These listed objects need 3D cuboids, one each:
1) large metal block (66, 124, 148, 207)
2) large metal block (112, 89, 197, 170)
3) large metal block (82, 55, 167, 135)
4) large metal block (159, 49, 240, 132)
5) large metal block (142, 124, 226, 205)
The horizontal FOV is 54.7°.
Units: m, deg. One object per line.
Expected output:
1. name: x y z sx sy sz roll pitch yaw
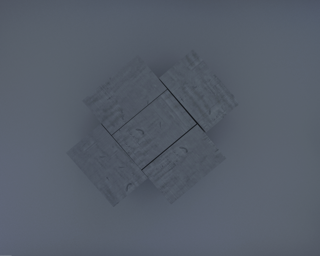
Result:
1. large metal block: -0.059 0.041 0.382 0.050 0.080 0.080 -41 91 0
2. large metal block: -0.006 0.001 0.383 0.080 0.080 0.050 -40 90 0
3. large metal block: -0.039 -0.037 0.382 0.080 0.080 0.050 -40 90 0
4. large metal block: 0.044 -0.042 0.384 0.050 0.080 0.080 -41 91 0
5. large metal block: 0.027 0.040 0.384 0.080 0.080 0.050 -40 90 0
